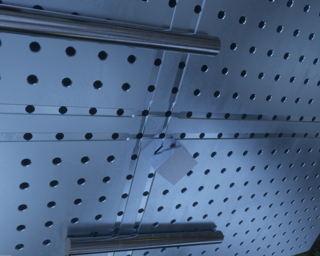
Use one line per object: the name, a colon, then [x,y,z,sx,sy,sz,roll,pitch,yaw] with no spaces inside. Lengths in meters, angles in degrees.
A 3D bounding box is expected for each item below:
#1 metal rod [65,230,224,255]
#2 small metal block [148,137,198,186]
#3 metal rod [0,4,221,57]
metal rod: [-0.008,0.193,0.527,0.302,0.025,0.025,10,113,-33]
small metal block: [0.020,0.050,0.455,0.050,0.025,0.050,-44,130,2]
metal rod: [-0.065,-0.099,0.315,0.303,0.025,0.025,-1,119,-28]
